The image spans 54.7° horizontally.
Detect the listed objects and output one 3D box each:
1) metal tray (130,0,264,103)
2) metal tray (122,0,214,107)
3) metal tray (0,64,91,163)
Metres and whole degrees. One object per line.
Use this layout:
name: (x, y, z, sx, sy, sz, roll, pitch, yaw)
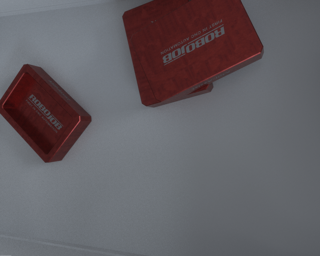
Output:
metal tray: (0.041, -0.095, 0.361, 0.130, 0.030, 0.090, -25, 82, 17)
metal tray: (0.009, -0.100, 0.404, 0.090, 0.030, 0.129, -14, 85, 19)
metal tray: (-0.177, -0.023, 0.468, 0.130, 0.030, 0.090, 43, 103, 14)
